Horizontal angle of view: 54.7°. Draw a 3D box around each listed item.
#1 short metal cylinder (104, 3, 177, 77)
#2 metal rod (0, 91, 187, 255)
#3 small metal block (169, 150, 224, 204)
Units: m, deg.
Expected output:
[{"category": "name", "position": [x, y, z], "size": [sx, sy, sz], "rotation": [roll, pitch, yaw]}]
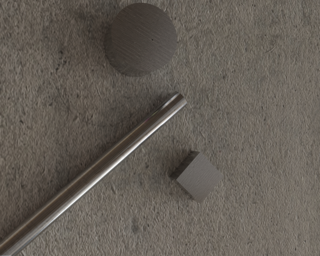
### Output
[{"category": "short metal cylinder", "position": [-0.026, -0.107, 0.386], "size": [0.081, 0.050, 0.079], "rotation": [0, 90, -20]}, {"category": "metal rod", "position": [-0.081, 0.056, 0.379], "size": [0.301, 0.025, 0.025], "rotation": [-41, 103, -15]}, {"category": "small metal block", "position": [0.050, 0.067, 0.428], "size": [0.050, 0.025, 0.050], "rotation": [46, 76, -14]}]
